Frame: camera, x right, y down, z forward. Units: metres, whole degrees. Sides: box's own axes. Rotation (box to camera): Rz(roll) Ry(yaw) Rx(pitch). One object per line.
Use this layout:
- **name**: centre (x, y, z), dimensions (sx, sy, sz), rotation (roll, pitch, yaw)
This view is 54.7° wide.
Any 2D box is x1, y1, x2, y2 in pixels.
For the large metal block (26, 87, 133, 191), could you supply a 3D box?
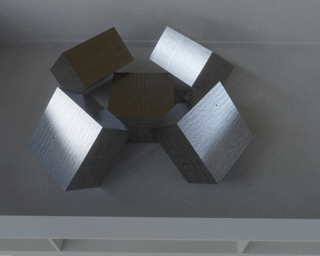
- **large metal block**: centre (-0.092, 0.012, 0.349), dimensions (0.080, 0.050, 0.080), rotation (39, 104, 27)

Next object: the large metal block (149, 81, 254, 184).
- **large metal block**: centre (0.049, 0.006, 0.353), dimensions (0.080, 0.050, 0.080), rotation (-44, 108, -31)

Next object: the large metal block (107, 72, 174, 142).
- **large metal block**: centre (-0.023, -0.028, 0.409), dimensions (0.080, 0.050, 0.080), rotation (1, 50, 0)

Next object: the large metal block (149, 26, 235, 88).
- **large metal block**: centre (0.046, -0.092, 0.438), dimensions (0.080, 0.050, 0.080), rotation (39, 17, 28)

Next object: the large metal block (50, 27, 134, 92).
- **large metal block**: centre (-0.096, -0.087, 0.429), dimensions (0.080, 0.080, 0.050), rotation (-38, 103, -28)
